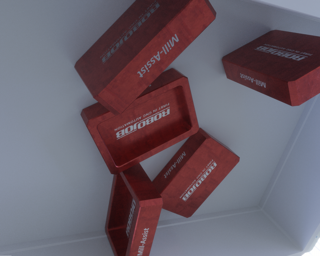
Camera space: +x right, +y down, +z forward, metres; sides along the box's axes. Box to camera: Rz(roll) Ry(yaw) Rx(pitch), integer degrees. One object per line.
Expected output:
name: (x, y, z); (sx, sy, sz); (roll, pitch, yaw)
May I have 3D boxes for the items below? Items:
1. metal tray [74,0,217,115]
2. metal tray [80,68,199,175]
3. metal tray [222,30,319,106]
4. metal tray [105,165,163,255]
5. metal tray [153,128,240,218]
metal tray: (-0.020, -0.084, 0.303); (0.130, 0.090, 0.030); (-45, 129, 3)
metal tray: (-0.020, -0.008, 0.389); (0.131, 0.030, 0.090); (-27, 128, -12)
metal tray: (0.147, -0.078, 0.371); (0.090, 0.130, 0.030); (-30, 121, -9)
metal tray: (-0.040, 0.120, 0.418); (0.030, 0.090, 0.129); (-2, 119, -28)
metal tray: (0.052, 0.073, 0.478); (0.090, 0.030, 0.130); (33, 100, -38)
